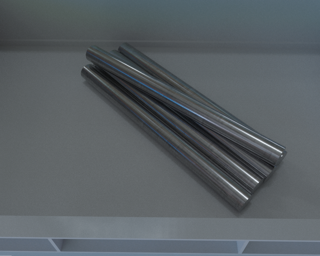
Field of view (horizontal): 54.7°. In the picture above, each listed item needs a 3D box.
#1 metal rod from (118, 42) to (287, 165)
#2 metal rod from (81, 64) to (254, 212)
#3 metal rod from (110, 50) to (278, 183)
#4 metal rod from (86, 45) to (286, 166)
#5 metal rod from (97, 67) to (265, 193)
[{"bbox_3d":[0.043,-0.046,0.442,0.025,0.025,0.300,-36,59,-26],"label":"metal rod"},{"bbox_3d":[-0.008,-0.003,0.406,0.025,0.025,0.300,-36,59,-26],"label":"metal rod"},{"bbox_3d":[0.026,-0.030,0.429,0.025,0.025,0.300,-36,59,-26],"label":"metal rod"},{"bbox_3d":[0.016,-0.040,0.403,0.300,0.025,0.025,32,57,23],"label":"metal rod"},{"bbox_3d":[0.007,-0.018,0.419,0.025,0.025,0.300,-36,59,-26],"label":"metal rod"}]
